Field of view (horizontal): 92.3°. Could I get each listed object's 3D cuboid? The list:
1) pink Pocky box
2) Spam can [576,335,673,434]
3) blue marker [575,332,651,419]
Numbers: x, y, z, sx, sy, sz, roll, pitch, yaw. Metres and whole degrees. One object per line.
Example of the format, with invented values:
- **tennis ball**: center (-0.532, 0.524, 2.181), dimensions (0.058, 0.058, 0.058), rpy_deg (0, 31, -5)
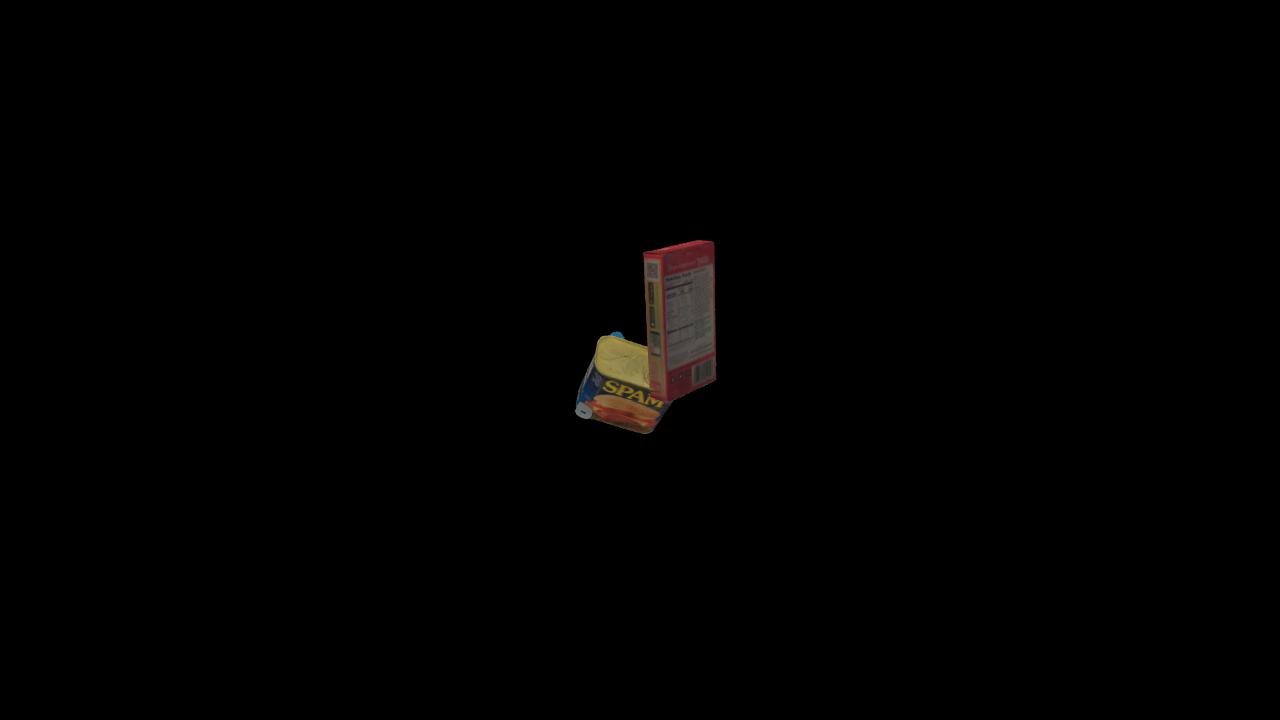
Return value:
- **pink Pocky box**: center (0.043, -0.041, 0.636), dimensions (0.029, 0.155, 0.084), rpy_deg (15, 26, 41)
- **Spam can**: center (-0.013, 0.030, 0.677), dimensions (0.101, 0.058, 0.085), rpy_deg (18, -43, -11)
- **blue marker**: center (-0.044, 0.014, 0.708), dimensions (0.020, 0.121, 0.020), rpy_deg (15, -36, 11)
